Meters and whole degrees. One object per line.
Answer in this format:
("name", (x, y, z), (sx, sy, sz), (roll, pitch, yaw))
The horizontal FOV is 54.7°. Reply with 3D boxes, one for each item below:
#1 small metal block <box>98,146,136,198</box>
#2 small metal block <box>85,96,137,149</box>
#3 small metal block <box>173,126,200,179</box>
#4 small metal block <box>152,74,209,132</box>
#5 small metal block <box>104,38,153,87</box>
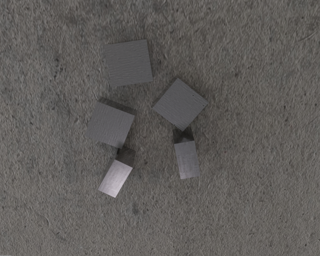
("small metal block", (-0.057, 0.056, 0.416), (0.025, 0.050, 0.050), (28, 108, -10))
("small metal block", (-0.064, -0.007, 0.406), (0.050, 0.025, 0.050), (21, 109, -8))
("small metal block", (0.034, 0.032, 0.408), (0.025, 0.050, 0.050), (-10, 110, 4))
("small metal block", (0.026, -0.032, 0.398), (0.050, 0.025, 0.050), (37, 106, -13))
("small metal block", (-0.037, -0.081, 0.380), (0.050, 0.025, 0.050), (-8, 110, 3))
